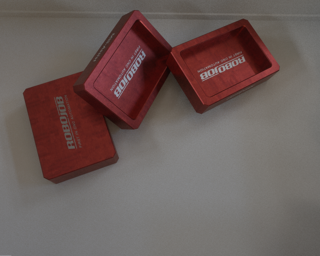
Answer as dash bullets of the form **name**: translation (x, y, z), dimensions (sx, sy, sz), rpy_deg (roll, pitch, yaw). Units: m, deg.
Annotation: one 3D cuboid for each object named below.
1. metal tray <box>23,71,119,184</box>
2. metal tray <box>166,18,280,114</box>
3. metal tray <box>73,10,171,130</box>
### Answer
- **metal tray**: translation (-0.117, -0.003, 0.407), dimensions (0.091, 0.030, 0.130), rpy_deg (-19, 71, -7)
- **metal tray**: translation (0.086, -0.086, 0.422), dimensions (0.131, 0.030, 0.090), rpy_deg (-27, 80, -19)
- **metal tray**: translation (-0.039, -0.074, 0.402), dimensions (0.090, 0.030, 0.130), rpy_deg (41, 66, -31)
